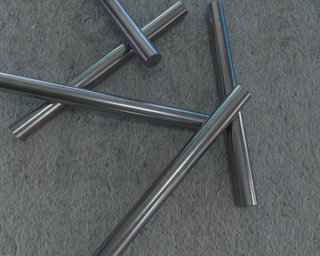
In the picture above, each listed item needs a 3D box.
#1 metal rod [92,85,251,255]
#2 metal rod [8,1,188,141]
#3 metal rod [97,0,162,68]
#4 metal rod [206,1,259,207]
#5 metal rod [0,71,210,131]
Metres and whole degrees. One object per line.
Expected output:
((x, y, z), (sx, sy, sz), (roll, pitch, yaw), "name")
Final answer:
((0.008, 0.065, 0.369), (0.025, 0.025, 0.300), (39, 80, 13), "metal rod")
((-0.078, -0.087, 0.439), (0.301, 0.025, 0.025), (-41, 75, -14), "metal rod")
((-0.086, -0.201, 0.463), (0.025, 0.025, 0.299), (-30, 67, -10), "metal rod")
((0.095, -0.046, 0.425), (0.025, 0.025, 0.299), (-4, 70, -2), "metal rod")
((-0.081, -0.035, 0.399), (0.302, 0.025, 0.025), (11, 70, -4), "metal rod")
